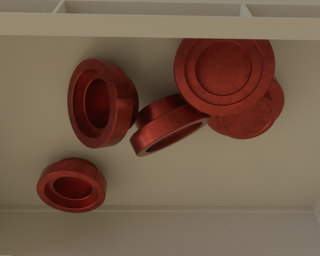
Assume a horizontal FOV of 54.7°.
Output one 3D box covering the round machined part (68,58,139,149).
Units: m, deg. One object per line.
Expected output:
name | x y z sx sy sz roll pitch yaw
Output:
round machined part | -0.061 -0.028 0.350 0.042 0.098 0.097 -6 142 -45

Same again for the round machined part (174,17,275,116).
round machined part | 0.067 -0.062 0.325 0.098 0.042 0.097 1 94 14

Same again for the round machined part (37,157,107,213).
round machined part | -0.129 0.082 0.466 0.099 0.042 0.097 -1 130 0

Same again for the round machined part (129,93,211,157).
round machined part | 0.007 -0.006 0.370 0.098 0.042 0.098 -26 169 -5

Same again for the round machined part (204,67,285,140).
round machined part | 0.102 -0.024 0.379 0.099 0.042 0.097 -1 130 0
